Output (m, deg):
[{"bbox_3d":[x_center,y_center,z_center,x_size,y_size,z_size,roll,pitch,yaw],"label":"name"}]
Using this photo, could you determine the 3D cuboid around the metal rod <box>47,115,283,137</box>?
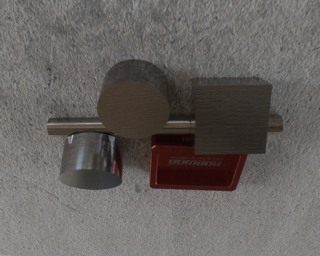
[{"bbox_3d":[0.007,-0.003,0.408,0.302,0.025,0.025,-1,130,0],"label":"metal rod"}]

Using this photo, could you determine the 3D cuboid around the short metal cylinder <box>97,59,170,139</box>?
[{"bbox_3d":[-0.029,-0.034,0.363,0.081,0.050,0.079,0,130,0],"label":"short metal cylinder"}]

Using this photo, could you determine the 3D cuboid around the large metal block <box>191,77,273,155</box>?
[{"bbox_3d":[0.079,-0.016,0.363,0.081,0.050,0.079,-1,109,0],"label":"large metal block"}]

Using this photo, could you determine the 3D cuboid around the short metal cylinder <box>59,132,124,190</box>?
[{"bbox_3d":[-0.090,0.047,0.415,0.081,0.050,0.080,-1,151,0],"label":"short metal cylinder"}]

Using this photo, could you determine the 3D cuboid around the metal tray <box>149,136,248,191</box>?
[{"bbox_3d":[0.052,0.050,0.447,0.131,0.030,0.089,2,130,-3],"label":"metal tray"}]
